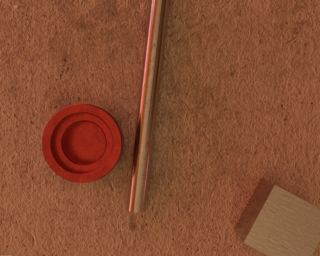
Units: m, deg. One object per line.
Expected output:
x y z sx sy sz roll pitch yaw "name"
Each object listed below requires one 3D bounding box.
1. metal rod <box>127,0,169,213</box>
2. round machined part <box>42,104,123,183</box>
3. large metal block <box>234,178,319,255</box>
-0.015 -0.040 0.409 0.025 0.025 0.298 6 90 0 "metal rod"
-0.096 0.019 0.401 0.099 0.042 0.097 0 90 0 "round machined part"
0.155 0.122 0.399 0.080 0.050 0.080 28 90 0 "large metal block"
